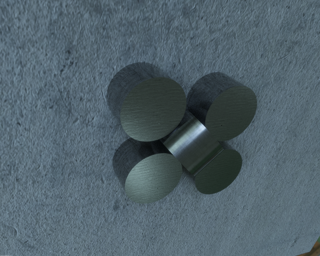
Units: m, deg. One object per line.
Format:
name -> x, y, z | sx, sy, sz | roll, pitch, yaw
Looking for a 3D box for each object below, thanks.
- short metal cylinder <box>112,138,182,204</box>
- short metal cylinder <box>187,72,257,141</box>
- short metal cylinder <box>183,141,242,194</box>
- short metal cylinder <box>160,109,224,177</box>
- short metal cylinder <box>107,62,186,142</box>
short metal cylinder -> -0.017, 0.054, 0.416 | 0.081, 0.050, 0.079 | -14, 125, -21
short metal cylinder -> 0.082, -0.029, 0.419 | 0.081, 0.050, 0.079 | -14, 125, -21
short metal cylinder -> 0.075, 0.052, 0.466 | 0.081, 0.050, 0.079 | -14, 125, -21
short metal cylinder -> 0.037, 0.017, 0.405 | 0.050, 0.080, 0.080 | -43, 130, 1
short metal cylinder -> -0.016, -0.031, 0.364 | 0.081, 0.050, 0.079 | -14, 125, -21
